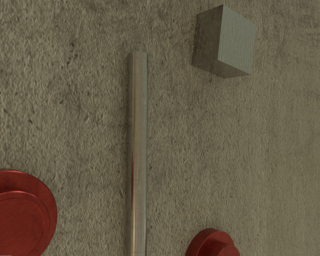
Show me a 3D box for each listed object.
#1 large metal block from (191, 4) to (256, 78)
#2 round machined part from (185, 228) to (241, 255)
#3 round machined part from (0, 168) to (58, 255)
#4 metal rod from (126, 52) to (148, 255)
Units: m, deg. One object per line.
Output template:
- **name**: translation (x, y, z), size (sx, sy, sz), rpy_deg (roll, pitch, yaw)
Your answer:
- **large metal block**: translation (0.098, -0.126, 0.470), size (0.081, 0.050, 0.080), rpy_deg (11, 83, -40)
- **round machined part**: translation (0.085, 0.205, 0.465), size (0.099, 0.042, 0.097), rpy_deg (0, 90, -40)
- **round machined part**: translation (-0.140, 0.087, 0.277), size (0.099, 0.042, 0.097), rpy_deg (0, 90, -40)
- **metal rod**: translation (-0.028, 0.058, 0.381), size (0.025, 0.025, 0.298), rpy_deg (1, 90, -40)
